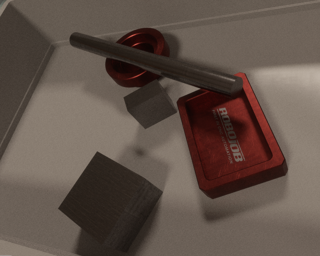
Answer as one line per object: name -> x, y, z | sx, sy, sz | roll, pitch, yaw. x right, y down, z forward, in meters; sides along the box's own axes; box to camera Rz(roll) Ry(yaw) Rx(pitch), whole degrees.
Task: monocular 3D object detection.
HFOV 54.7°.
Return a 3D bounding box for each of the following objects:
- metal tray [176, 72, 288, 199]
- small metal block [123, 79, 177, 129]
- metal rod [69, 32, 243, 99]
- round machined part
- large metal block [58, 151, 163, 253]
metal tray -> 0.077, 0.005, 0.357 | 0.090, 0.030, 0.130 | -22, 54, 14
small metal block -> -0.012, -0.031, 0.414 | 0.050, 0.050, 0.025 | -28, 53, 10
metal rod -> -0.027, -0.094, 0.422 | 0.300, 0.025, 0.025 | 25, 75, 36
round machined part -> -0.030, -0.101, 0.471 | 0.098, 0.042, 0.098 | -13, 56, 20
large metal block -> -0.057, 0.085, 0.366 | 0.080, 0.050, 0.080 | 23, 74, 36
